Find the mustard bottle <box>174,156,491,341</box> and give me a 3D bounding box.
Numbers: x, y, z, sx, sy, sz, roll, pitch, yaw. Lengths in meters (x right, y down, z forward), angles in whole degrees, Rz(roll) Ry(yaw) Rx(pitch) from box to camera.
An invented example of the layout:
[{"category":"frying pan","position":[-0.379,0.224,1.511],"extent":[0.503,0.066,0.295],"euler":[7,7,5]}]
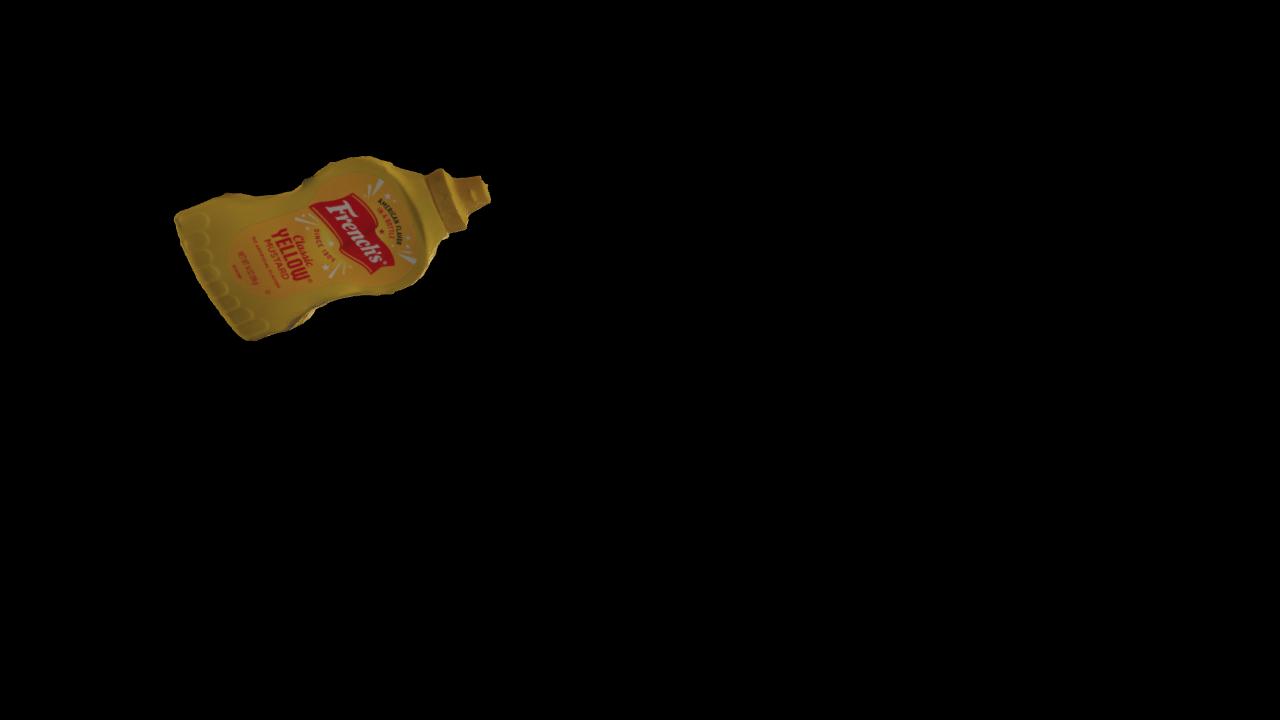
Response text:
[{"category":"mustard bottle","position":[-0.188,-0.085,0.407],"extent":[0.184,0.092,0.054],"euler":[-21,16,-8]}]
